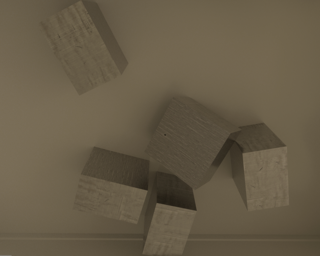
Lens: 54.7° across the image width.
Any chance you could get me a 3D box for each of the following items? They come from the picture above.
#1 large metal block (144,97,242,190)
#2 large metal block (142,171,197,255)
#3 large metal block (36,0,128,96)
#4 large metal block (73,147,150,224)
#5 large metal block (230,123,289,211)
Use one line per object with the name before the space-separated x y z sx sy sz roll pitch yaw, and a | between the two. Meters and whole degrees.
large metal block | 0.041 0.016 0.386 0.080 0.050 0.080 35 109 22
large metal block | 0.011 0.118 0.426 0.050 0.080 0.079 13 110 -5
large metal block | -0.080 -0.092 0.347 0.050 0.080 0.080 -25 109 8
large metal block | -0.060 0.072 0.408 0.081 0.080 0.050 15 109 -6
large metal block | 0.125 0.047 0.401 0.050 0.080 0.079 -10 110 3
